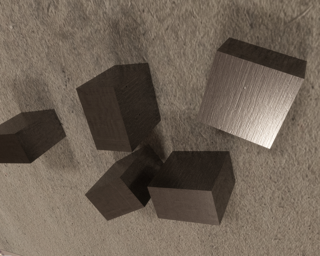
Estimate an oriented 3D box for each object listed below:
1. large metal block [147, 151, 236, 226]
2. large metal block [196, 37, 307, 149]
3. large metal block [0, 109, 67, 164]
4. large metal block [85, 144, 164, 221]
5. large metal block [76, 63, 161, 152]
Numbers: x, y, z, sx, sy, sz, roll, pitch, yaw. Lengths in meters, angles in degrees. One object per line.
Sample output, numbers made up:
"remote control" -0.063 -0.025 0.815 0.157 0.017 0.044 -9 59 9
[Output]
"large metal block" 0.043 0.072 0.392 0.080 0.080 0.050 -2 117 29
"large metal block" 0.092 -0.037 0.319 0.080 0.050 0.079 22 127 14
"large metal block" -0.212 0.013 0.488 0.080 0.080 0.050 -3 117 29
"large metal block" -0.046 0.077 0.441 0.080 0.080 0.050 -30 102 37
"large metal block" -0.045 -0.027 0.377 0.050 0.080 0.079 1 119 27
